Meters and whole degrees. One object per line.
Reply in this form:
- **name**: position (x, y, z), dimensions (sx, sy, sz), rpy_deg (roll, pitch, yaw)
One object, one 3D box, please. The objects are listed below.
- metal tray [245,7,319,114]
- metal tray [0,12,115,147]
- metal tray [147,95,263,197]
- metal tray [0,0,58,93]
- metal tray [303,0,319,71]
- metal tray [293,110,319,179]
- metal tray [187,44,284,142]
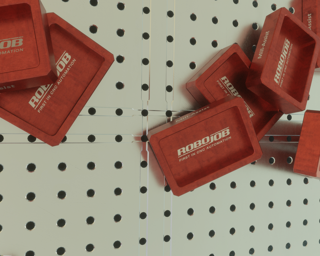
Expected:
- **metal tray**: position (0.182, -0.097, 0.451), dimensions (0.090, 0.030, 0.130), rpy_deg (28, 71, -22)
- **metal tray**: position (-0.126, -0.055, 0.363), dimensions (0.090, 0.030, 0.130), rpy_deg (34, 79, -17)
- **metal tray**: position (0.060, 0.022, 0.411), dimensions (0.131, 0.030, 0.090), rpy_deg (-24, 103, -4)
- **metal tray**: position (-0.181, -0.081, 0.318), dimensions (0.131, 0.030, 0.090), rpy_deg (-12, 82, -7)
- **metal tray**: position (0.282, -0.160, 0.512), dimensions (0.091, 0.030, 0.129), rpy_deg (-1, 90, -20)
- **metal tray**: position (0.243, 0.032, 0.466), dimensions (0.131, 0.030, 0.090), rpy_deg (18, 84, -49)
- **metal tray**: position (0.112, -0.043, 0.450), dimensions (0.090, 0.030, 0.130), rpy_deg (-45, 104, -14)
